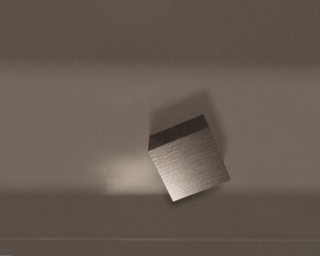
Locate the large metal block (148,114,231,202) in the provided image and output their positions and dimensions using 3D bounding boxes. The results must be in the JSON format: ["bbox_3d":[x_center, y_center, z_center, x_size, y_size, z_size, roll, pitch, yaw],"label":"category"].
[{"bbox_3d":[0.038,0.039,0.413,0.080,0.050,0.080,-22,109,7],"label":"large metal block"}]
